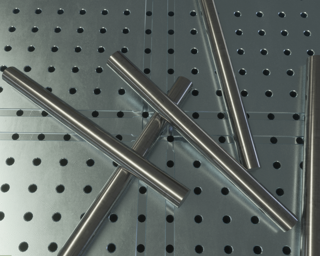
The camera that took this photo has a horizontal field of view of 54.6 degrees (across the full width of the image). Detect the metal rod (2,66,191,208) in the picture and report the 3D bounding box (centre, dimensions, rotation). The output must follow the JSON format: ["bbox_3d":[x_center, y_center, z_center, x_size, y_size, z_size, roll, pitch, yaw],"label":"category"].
[{"bbox_3d":[-0.092,0.001,0.391,0.300,0.025,0.025,33,73,18],"label":"metal rod"}]

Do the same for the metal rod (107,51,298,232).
[{"bbox_3d":[0.048,0.012,0.387,0.300,0.025,0.025,44,76,6],"label":"metal rod"}]

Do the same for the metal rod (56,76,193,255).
[{"bbox_3d":[-0.043,0.055,0.391,0.025,0.025,0.300,30,73,10],"label":"metal rod"}]

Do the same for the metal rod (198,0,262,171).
[{"bbox_3d":[0.092,-0.086,0.443,0.025,0.025,0.299,-9,70,-3],"label":"metal rod"}]

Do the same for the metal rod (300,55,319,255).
[{"bbox_3d":[0.197,0.040,0.398,0.025,0.025,0.299,10,70,4],"label":"metal rod"}]
